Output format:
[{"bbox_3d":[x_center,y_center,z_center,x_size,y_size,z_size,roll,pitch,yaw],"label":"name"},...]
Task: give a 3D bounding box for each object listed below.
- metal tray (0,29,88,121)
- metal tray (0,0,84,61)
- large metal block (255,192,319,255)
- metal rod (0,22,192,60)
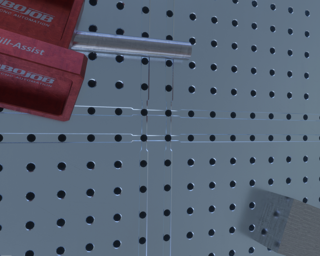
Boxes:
[{"bbox_3d":[-0.151,-0.055,0.320,0.131,0.090,0.030,14,55,-20],"label":"metal tray"},{"bbox_3d":[-0.155,-0.128,0.331,0.131,0.030,0.090,15,66,-14],"label":"metal tray"},{"bbox_3d":[0.205,0.153,0.475,0.080,0.050,0.080,23,83,-19],"label":"large metal block"},{"bbox_3d":[-0.103,-0.106,0.374,0.303,0.025,0.025,0,90,-20],"label":"metal rod"}]
